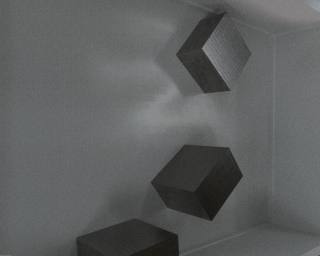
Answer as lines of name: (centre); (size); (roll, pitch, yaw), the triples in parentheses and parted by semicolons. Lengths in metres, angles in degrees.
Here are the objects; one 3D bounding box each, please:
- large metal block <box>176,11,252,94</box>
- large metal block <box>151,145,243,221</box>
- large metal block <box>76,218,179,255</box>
large metal block: (0.082, -0.110, 0.462); (0.080, 0.050, 0.080); (48, 62, -30)
large metal block: (0.049, 0.068, 0.415); (0.080, 0.080, 0.050); (-45, 117, -31)
large metal block: (-0.036, 0.144, 0.343); (0.081, 0.080, 0.050); (-6, 94, -40)
